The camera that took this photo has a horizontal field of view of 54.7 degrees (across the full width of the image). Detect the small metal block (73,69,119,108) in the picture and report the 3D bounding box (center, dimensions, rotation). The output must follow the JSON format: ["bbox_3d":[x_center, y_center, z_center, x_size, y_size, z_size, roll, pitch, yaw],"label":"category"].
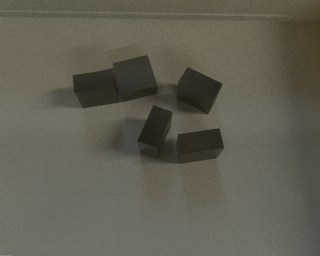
[{"bbox_3d":[-0.084,-0.051,0.414,0.050,0.050,0.025,-9,71,-4],"label":"small metal block"}]

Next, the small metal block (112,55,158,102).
[{"bbox_3d":[-0.035,-0.070,0.435,0.050,0.025,0.050,-15,71,-6],"label":"small metal block"}]

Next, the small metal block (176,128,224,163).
[{"bbox_3d":[0.048,0.024,0.388,0.050,0.050,0.025,-8,71,-3],"label":"small metal block"}]

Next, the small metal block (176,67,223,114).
[{"bbox_3d":[0.051,-0.049,0.415,0.050,0.050,0.025,28,73,9],"label":"small metal block"}]

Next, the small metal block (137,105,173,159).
[{"bbox_3d":[-0.006,0.006,0.394,0.025,0.050,0.050,21,71,7],"label":"small metal block"}]
